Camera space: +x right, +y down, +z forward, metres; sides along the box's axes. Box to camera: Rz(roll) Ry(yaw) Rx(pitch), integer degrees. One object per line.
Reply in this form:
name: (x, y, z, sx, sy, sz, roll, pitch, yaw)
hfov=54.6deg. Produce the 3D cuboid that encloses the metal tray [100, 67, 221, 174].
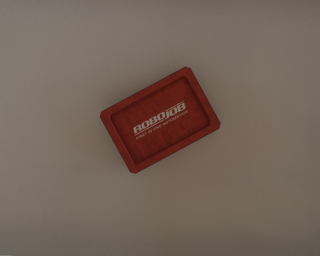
metal tray: (0.000, -0.010, 0.406, 0.130, 0.030, 0.090, -28, 90, -1)
